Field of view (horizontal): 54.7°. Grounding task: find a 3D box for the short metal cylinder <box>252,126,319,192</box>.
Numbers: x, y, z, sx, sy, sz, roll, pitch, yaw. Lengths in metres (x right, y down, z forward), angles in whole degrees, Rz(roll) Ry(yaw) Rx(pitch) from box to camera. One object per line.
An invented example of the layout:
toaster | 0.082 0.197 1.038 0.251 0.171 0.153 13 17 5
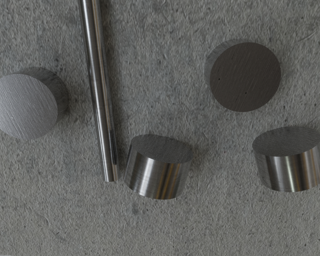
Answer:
short metal cylinder | 0.164 0.038 0.396 0.080 0.080 0.050 -16 109 6

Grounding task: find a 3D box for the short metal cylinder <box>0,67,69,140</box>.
short metal cylinder | -0.160 -0.032 0.383 0.081 0.050 0.079 0 110 0

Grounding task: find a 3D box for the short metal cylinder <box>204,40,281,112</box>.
short metal cylinder | 0.097 -0.065 0.374 0.081 0.050 0.079 0 110 0

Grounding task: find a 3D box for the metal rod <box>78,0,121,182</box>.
metal rod | -0.077 -0.070 0.383 0.025 0.025 0.298 -3 110 1

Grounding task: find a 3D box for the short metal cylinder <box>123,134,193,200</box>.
short metal cylinder | -0.003 0.048 0.398 0.080 0.080 0.050 12 110 -5
